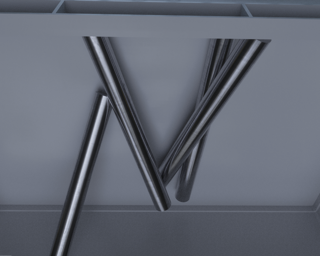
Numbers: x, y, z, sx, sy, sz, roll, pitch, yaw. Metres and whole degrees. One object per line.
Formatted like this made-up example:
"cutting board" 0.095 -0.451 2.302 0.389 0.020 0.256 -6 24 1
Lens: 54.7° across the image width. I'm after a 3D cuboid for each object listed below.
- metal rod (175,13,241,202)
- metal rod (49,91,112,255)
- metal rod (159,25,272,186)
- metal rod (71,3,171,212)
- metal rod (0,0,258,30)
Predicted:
"metal rod" 0.053 -0.002 0.407 0.025 0.025 0.298 5 130 -5
"metal rod" -0.113 0.097 0.408 0.025 0.025 0.298 16 103 -13
"metal rod" 0.040 0.007 0.385 0.025 0.025 0.298 15 138 -13
"metal rod" -0.036 -0.004 0.383 0.025 0.025 0.298 -13 123 10
"metal rod" -0.063 -0.105 0.285 0.302 0.025 0.025 0 130 -2
